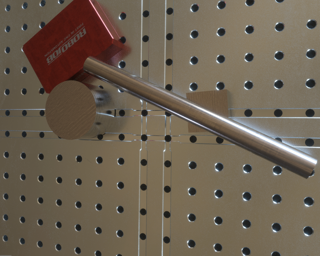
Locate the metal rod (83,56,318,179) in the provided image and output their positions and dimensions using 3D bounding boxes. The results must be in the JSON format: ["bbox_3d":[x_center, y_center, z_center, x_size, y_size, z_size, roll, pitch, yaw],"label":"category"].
[{"bbox_3d":[0.033,-0.021,0.373,0.301,0.025,0.025,27,99,17],"label":"metal rod"}]

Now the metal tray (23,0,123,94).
[{"bbox_3d":[-0.130,-0.119,0.454,0.130,0.030,0.090,-34,79,16],"label":"metal tray"}]

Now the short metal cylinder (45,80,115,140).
[{"bbox_3d":[-0.112,-0.024,0.437,0.080,0.050,0.079,0,90,19],"label":"short metal cylinder"}]

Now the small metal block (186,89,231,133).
[{"bbox_3d":[0.062,-0.020,0.390,0.050,0.025,0.050,-3,89,19],"label":"small metal block"}]
